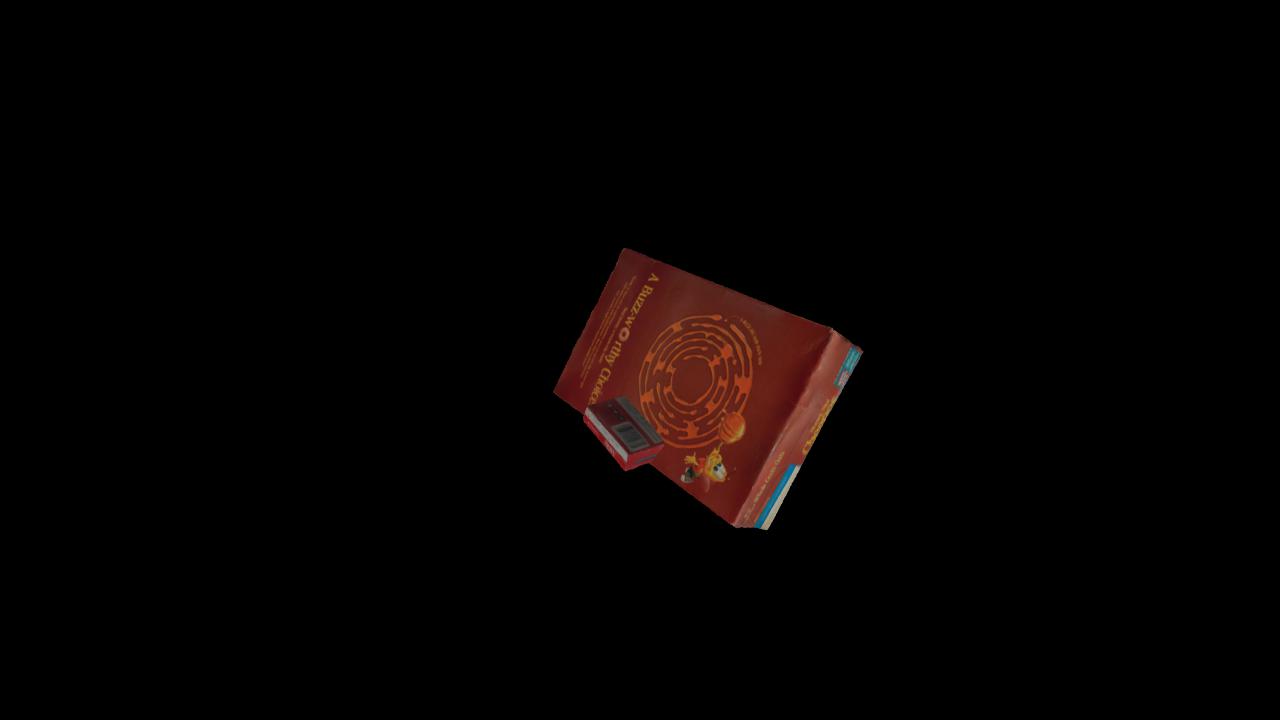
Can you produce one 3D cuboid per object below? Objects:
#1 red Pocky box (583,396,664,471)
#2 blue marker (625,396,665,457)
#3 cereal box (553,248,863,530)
[{"bbox_3d":[0.025,0.066,0.672,0.155,0.028,0.083,-13,42,-35],"label":"red Pocky box"},{"bbox_3d":[0.016,0.024,0.754,0.020,0.020,0.121,0,38,6],"label":"blue marker"},{"bbox_3d":[0.055,0.017,0.671,0.306,0.203,0.081,29,5,41],"label":"cereal box"}]
